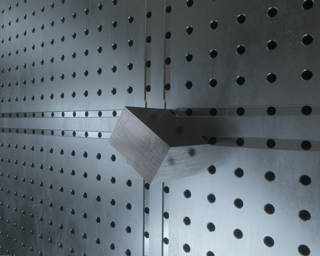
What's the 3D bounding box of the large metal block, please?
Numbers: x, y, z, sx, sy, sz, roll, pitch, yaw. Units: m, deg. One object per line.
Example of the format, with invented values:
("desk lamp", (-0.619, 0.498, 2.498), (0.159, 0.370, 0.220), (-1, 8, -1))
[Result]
("large metal block", (0.000, 0.018, 0.372), (0.080, 0.081, 0.050), (41, 115, 32))
